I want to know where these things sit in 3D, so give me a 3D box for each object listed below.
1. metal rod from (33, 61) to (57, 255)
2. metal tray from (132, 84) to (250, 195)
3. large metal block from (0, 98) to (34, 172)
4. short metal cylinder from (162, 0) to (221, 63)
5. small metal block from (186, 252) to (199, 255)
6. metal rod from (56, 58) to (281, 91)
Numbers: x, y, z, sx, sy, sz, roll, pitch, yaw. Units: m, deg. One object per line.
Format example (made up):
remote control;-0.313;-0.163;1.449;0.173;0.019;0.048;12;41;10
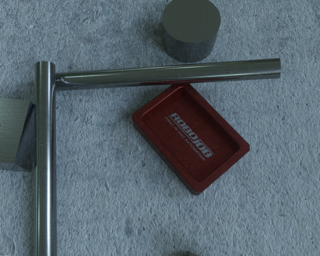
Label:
metal rod;-0.137;0.061;0.370;0.025;0.025;0.299;-5;75;-2
metal tray;0.038;0.009;0.402;0.090;0.030;0.130;-38;75;-13
large metal block;-0.202;0.008;0.389;0.081;0.050;0.080;5;70;1
short metal cylinder;0.043;-0.142;0.447;0.081;0.050;0.080;0;70;0
small metal block;0.051;0.159;0.337;0.050;0.050;0.025;25;72;8
metal rod;-0.002;-0.068;0.405;0.301;0.025;0.025;-2;70;10
